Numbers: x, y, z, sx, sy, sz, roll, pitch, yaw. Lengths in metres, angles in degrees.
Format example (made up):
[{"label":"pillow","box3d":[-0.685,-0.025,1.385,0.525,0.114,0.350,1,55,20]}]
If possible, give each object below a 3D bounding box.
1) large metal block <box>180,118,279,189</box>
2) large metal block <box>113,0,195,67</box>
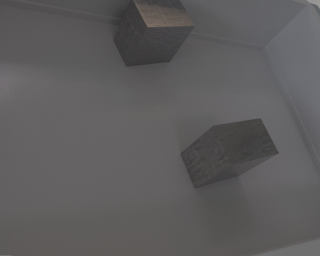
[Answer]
[{"label":"large metal block","box3d":[0.086,0.033,0.397,0.081,0.080,0.050,-8,66,-32]},{"label":"large metal block","box3d":[-0.010,-0.137,0.448,0.081,0.080,0.050,-14,69,-34]}]
